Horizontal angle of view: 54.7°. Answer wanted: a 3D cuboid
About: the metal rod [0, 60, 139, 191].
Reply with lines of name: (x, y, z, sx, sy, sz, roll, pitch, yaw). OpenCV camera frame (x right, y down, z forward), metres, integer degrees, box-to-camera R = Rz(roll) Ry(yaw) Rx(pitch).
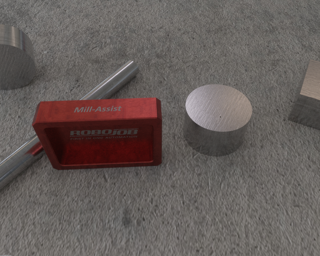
metal rod: (-0.130, -0.001, 0.403, 0.025, 0.025, 0.301, 29, 56, 22)

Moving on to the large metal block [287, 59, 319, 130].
large metal block: (0.231, -0.041, 0.423, 0.080, 0.050, 0.080, 21, 53, 16)

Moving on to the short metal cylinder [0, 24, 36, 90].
short metal cylinder: (-0.226, -0.102, 0.452, 0.081, 0.080, 0.050, -14, 52, -12)

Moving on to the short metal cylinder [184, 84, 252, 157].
short metal cylinder: (0.072, -0.011, 0.397, 0.081, 0.050, 0.080, 0, 50, 0)

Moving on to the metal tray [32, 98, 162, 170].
metal tray: (-0.064, 0.009, 0.352, 0.131, 0.090, 0.030, -2, 50, -2)
